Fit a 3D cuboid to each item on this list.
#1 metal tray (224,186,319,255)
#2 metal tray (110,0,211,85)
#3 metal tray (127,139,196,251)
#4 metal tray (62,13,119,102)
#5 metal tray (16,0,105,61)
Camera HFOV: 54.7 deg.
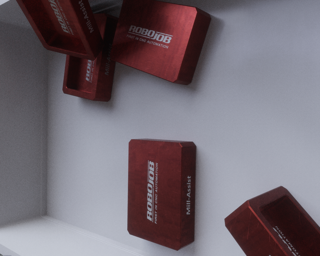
[{"bbox_3d":[0.123,0.116,0.262,0.030,0.091,0.130,-51,60,28],"label":"metal tray"},{"bbox_3d":[-0.005,-0.118,0.408,0.130,0.030,0.089,27,107,36],"label":"metal tray"},{"bbox_3d":[0.000,0.081,0.404,0.090,0.030,0.129,2,91,40],"label":"metal tray"},{"bbox_3d":[-0.111,-0.113,0.495,0.090,0.030,0.129,15,100,39],"label":"metal tray"},{"bbox_3d":[-0.134,-0.151,0.403,0.090,0.130,0.030,16,62,18],"label":"metal tray"}]
